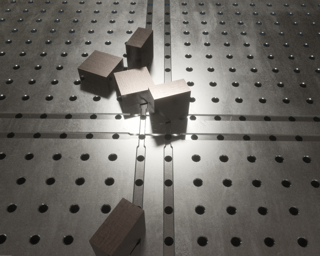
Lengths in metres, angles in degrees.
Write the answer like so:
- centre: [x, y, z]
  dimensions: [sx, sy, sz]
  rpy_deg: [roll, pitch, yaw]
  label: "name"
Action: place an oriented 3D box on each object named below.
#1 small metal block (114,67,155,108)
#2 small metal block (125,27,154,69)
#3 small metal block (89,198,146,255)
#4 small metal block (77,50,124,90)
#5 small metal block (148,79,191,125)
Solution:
- centre: [-0.037, -0.061, 0.459]
  dimensions: [0.050, 0.025, 0.050]
  rpy_deg: [-14, 52, -12]
  label: "small metal block"
- centre: [-0.031, -0.124, 0.495]
  dimensions: [0.025, 0.050, 0.050]
  rpy_deg: [16, 52, 13]
  label: "small metal block"
- centre: [-0.039, 0.105, 0.303]
  dimensions: [0.025, 0.050, 0.050]
  rpy_deg: [26, 55, 20]
  label: "small metal block"
- centre: [-0.091, -0.092, 0.483]
  dimensions: [0.050, 0.025, 0.050]
  rpy_deg: [19, 52, 15]
  label: "small metal block"
- centre: [0.012, -0.035, 0.421]
  dimensions: [0.050, 0.050, 0.025]
  rpy_deg: [-15, 52, -13]
  label: "small metal block"
